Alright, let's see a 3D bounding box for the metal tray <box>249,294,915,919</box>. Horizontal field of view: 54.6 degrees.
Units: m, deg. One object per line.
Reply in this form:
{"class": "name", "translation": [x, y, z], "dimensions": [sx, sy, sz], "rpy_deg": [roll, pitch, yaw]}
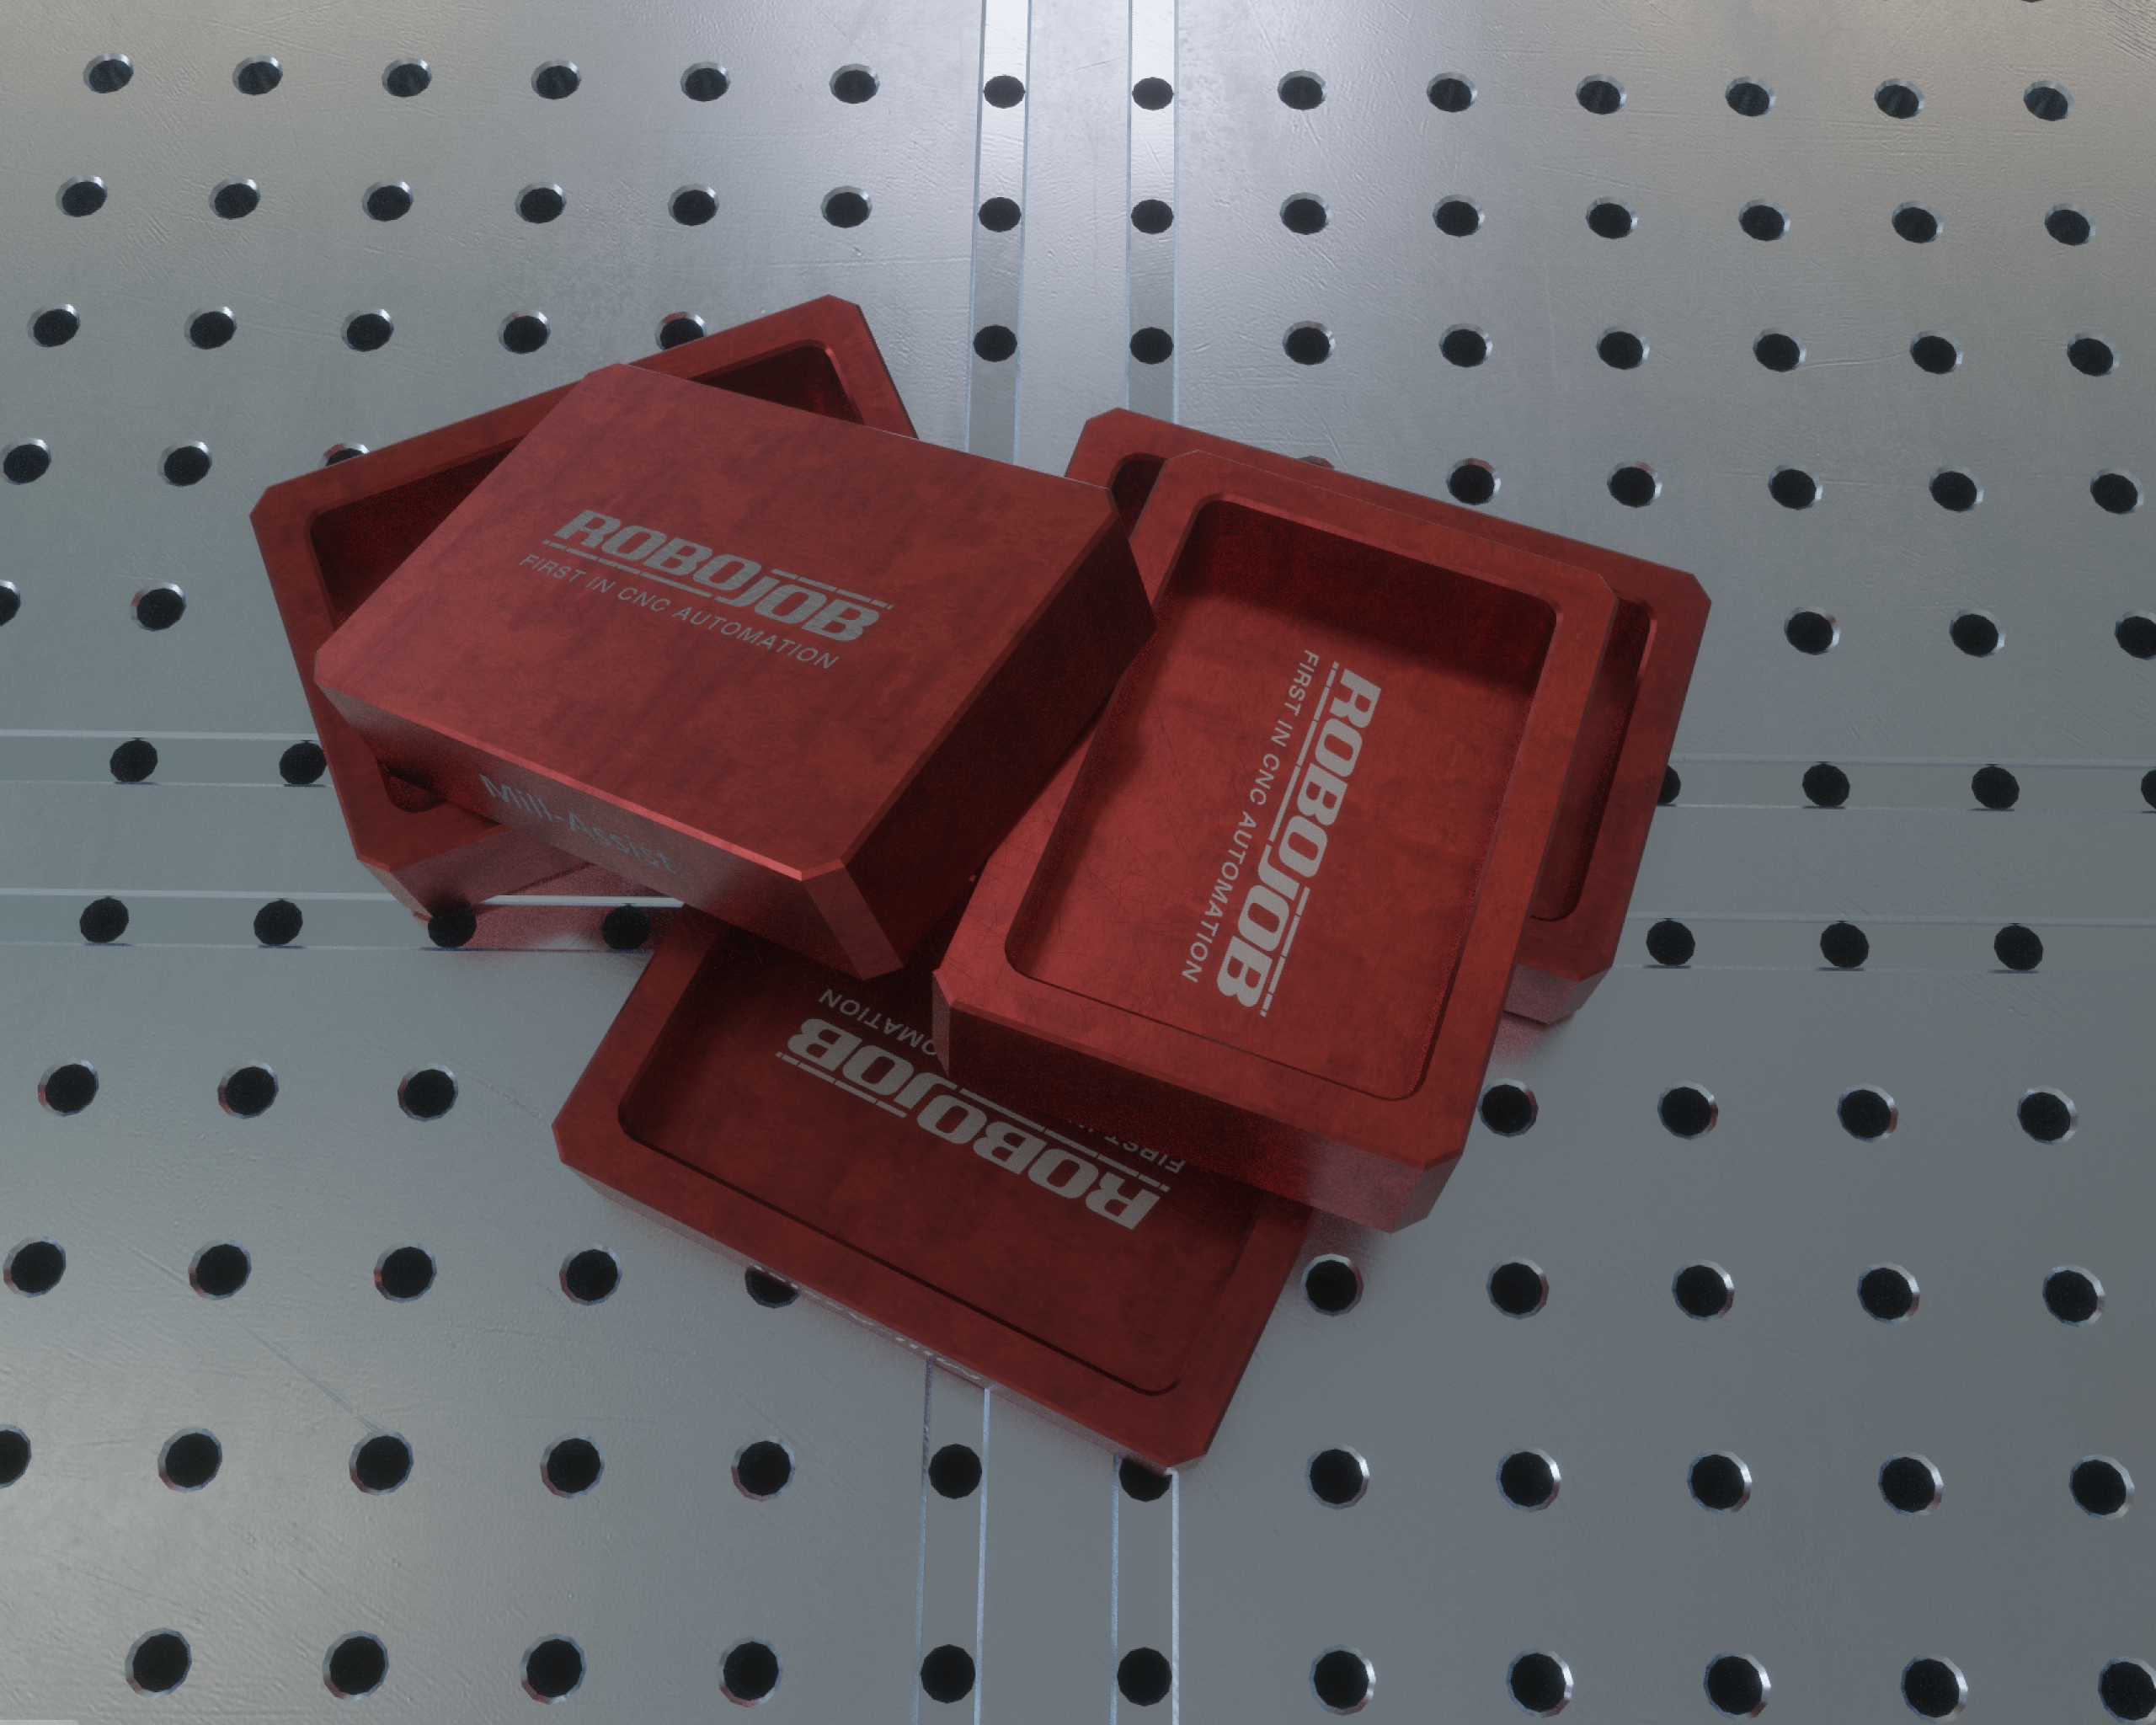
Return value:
{"class": "metal tray", "translation": [-0.091, -0.054, 0.428], "dimensions": [0.131, 0.030, 0.090], "rpy_deg": [-21, 71, -7]}

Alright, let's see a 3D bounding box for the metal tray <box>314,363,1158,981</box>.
{"class": "metal tray", "translation": [-0.063, -0.040, 0.380], "dimensions": [0.130, 0.030, 0.090], "rpy_deg": [20, 62, 30]}

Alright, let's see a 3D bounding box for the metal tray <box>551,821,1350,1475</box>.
{"class": "metal tray", "translation": [-0.019, 0.045, 0.392], "dimensions": [0.130, 0.030, 0.090], "rpy_deg": [25, 72, 9]}

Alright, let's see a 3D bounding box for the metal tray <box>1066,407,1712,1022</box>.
{"class": "metal tray", "translation": [0.050, -0.031, 0.420], "dimensions": [0.130, 0.030, 0.090], "rpy_deg": [18, 71, 7]}

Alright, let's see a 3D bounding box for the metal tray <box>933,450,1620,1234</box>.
{"class": "metal tray", "translation": [0.038, -0.009, 0.379], "dimensions": [0.090, 0.030, 0.130], "rpy_deg": [19, 60, 7]}
